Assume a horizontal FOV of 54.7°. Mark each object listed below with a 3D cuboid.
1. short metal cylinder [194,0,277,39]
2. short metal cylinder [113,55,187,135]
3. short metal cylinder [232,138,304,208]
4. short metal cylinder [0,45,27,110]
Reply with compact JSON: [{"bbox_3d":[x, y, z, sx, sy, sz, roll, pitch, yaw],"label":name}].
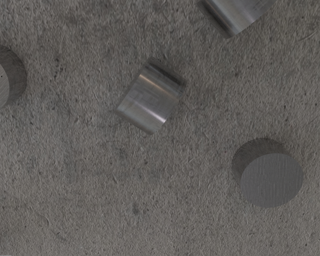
[{"bbox_3d":[0.083,-0.142,0.329,0.080,0.080,0.050,-42,105,14],"label":"short metal cylinder"},{"bbox_3d":[-0.012,-0.038,0.366,0.050,0.080,0.080,33,107,-11],"label":"short metal cylinder"},{"bbox_3d":[0.143,0.060,0.420,0.081,0.050,0.079,0,110,0],"label":"short metal cylinder"},{"bbox_3d":[-0.211,-0.060,0.372,0.081,0.050,0.079,0,110,0],"label":"short metal cylinder"}]
